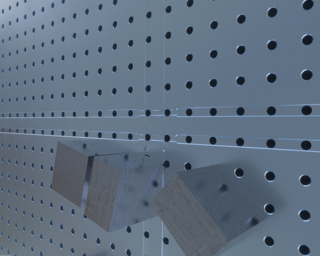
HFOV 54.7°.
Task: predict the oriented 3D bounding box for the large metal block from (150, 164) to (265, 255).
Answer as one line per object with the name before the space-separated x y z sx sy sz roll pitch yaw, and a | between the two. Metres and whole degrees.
large metal block | 0.051 0.089 0.330 0.080 0.081 0.050 51 120 27

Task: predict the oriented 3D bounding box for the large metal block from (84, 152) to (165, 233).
large metal block | -0.046 0.080 0.409 0.050 0.081 0.079 20 102 38

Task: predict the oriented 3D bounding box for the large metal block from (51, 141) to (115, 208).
large metal block | -0.123 0.069 0.492 0.080 0.050 0.079 18 101 38
